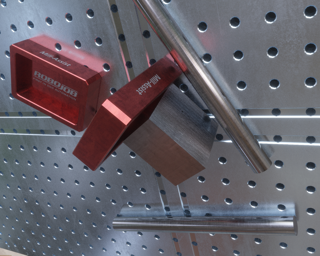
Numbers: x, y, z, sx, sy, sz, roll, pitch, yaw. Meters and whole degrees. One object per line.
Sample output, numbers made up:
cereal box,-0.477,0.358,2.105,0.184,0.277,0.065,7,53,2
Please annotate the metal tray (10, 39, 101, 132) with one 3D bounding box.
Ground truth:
metal tray,-0.154,-0.061,0.448,0.130,0.030,0.089,26,128,11

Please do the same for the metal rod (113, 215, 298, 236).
metal rod,0.048,0.148,0.476,0.300,0.025,0.025,-11,113,32

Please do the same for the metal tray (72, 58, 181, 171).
metal tray,-0.034,-0.019,0.348,0.030,0.131,0.089,40,129,0

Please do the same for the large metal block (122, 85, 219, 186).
large metal block,0.016,0.006,0.363,0.080,0.080,0.050,41,129,-11

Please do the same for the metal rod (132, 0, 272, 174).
metal rod,0.035,-0.071,0.347,0.025,0.025,0.299,-29,103,37
